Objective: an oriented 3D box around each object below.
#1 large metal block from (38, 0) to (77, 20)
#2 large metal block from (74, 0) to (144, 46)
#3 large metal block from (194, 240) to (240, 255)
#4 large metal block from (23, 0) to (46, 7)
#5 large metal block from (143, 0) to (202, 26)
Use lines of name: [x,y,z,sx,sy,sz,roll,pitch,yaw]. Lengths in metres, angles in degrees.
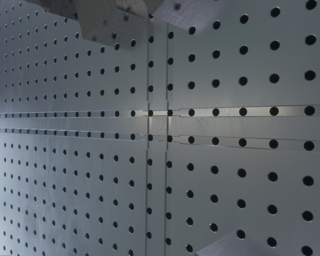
large metal block: [-0.179,-0.247,0.543,0.080,0.050,0.080,38,113,33]
large metal block: [-0.078,-0.181,0.459,0.080,0.050,0.080,-24,75,37]
large metal block: [0.069,0.186,0.337,0.080,0.050,0.080,31,109,36]
large metal block: [-0.215,-0.262,0.507,0.080,0.050,0.080,50,120,28]
large metal block: [0.016,-0.189,0.381,0.080,0.050,0.080,-40,66,33]
